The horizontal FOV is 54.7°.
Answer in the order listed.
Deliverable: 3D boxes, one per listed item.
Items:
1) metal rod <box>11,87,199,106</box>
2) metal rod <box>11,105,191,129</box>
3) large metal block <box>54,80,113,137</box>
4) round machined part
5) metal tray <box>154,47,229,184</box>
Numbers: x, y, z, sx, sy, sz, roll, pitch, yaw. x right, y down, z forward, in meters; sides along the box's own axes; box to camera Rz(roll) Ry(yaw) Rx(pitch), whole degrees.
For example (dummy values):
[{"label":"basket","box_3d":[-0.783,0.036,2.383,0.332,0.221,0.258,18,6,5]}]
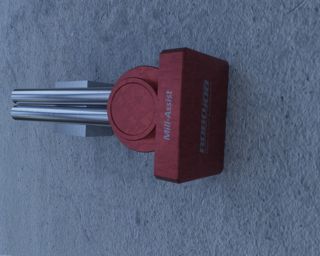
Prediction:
[{"label":"metal rod","box_3d":[-0.088,-0.042,0.418,0.301,0.025,0.025,3,92,27]},{"label":"metal rod","box_3d":[-0.089,-0.016,0.419,0.301,0.025,0.025,4,92,27]},{"label":"large metal block","box_3d":[-0.118,-0.030,0.480,0.080,0.050,0.079,4,93,39]},{"label":"round machined part","box_3d":[-0.020,-0.021,0.346,0.098,0.042,0.097,1,93,29]},{"label":"metal tray","box_3d":[0.036,-0.012,0.332,0.030,0.091,0.129,5,93,40]}]
